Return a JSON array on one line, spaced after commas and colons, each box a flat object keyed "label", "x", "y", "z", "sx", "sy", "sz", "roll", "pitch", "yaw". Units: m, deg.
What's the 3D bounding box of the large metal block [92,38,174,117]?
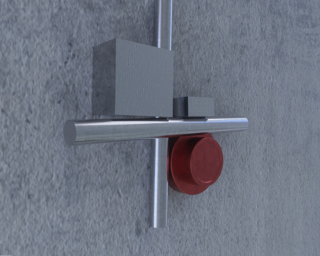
[{"label": "large metal block", "x": -0.031, "y": -0.053, "z": 0.364, "sx": 0.081, "sy": 0.050, "sz": 0.079, "roll": 1, "pitch": 90, "yaw": -40}]

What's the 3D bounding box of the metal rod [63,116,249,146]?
[{"label": "metal rod", "x": 0.024, "y": -0.001, "z": 0.396, "sx": 0.302, "sy": 0.025, "sz": 0.025, "roll": -3, "pitch": 92, "yaw": -44}]

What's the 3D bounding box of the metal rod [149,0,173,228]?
[{"label": "metal rod", "x": 0.001, "y": -0.022, "z": 0.409, "sx": 0.025, "sy": 0.025, "sz": 0.298, "roll": 2, "pitch": 89, "yaw": -40}]

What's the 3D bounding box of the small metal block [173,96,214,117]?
[{"label": "small metal block", "x": 0.038, "y": -0.028, "z": 0.425, "sx": 0.050, "sy": 0.050, "sz": 0.025, "roll": -2, "pitch": 92, "yaw": -40}]

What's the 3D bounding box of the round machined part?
[{"label": "round machined part", "x": 0.053, "y": 0.047, "z": 0.441, "sx": 0.099, "sy": 0.042, "sz": 0.097, "roll": 0, "pitch": 90, "yaw": -40}]
